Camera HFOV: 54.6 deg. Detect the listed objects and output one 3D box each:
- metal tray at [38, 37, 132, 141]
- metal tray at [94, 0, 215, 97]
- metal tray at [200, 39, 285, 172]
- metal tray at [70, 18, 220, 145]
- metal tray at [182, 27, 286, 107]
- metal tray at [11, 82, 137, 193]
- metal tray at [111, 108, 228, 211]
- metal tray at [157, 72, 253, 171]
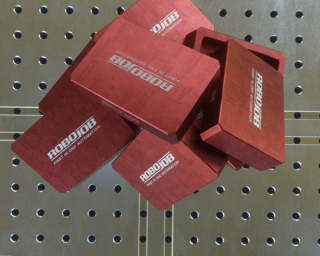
[{"bbox_3d":[-0.082,-0.049,0.410,0.090,0.030,0.130,39,90,0],"label":"metal tray"},{"bbox_3d":[-0.006,-0.114,0.392,0.130,0.030,0.090,-43,92,-14],"label":"metal tray"},{"bbox_3d":[0.097,-0.028,0.348,0.090,0.030,0.130,28,54,-20],"label":"metal tray"},{"bbox_3d":[-0.015,-0.052,0.323,0.130,0.030,0.090,29,75,19],"label":"metal tray"},{"bbox_3d":[0.090,-0.063,0.389,0.131,0.030,0.090,10,90,-20],"label":"metal tray"},{"bbox_3d":[-0.105,0.011,0.388,0.130,0.030,0.090,-38,106,11],"label":"metal tray"},{"bbox_3d":[0.005,0.041,0.367,0.090,0.129,0.030,43,48,-1],"label":"metal tray"},{"bbox_3d":[0.050,-0.008,0.382,0.130,0.090,0.030,44,91,1],"label":"metal tray"}]
